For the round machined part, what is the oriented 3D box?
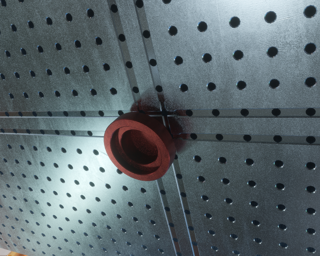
[{"bbox_3d":[-0.024,0.021,0.425,0.098,0.042,0.097,13,124,20],"label":"round machined part"}]
